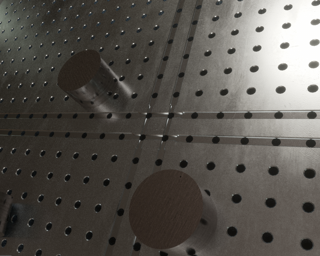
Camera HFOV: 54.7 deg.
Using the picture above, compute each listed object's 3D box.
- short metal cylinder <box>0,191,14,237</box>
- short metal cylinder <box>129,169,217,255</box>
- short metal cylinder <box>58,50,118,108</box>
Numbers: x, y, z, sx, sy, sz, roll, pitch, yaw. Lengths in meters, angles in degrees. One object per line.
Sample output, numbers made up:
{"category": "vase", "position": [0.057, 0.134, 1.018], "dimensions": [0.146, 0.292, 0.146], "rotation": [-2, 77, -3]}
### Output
{"category": "short metal cylinder", "position": [-0.253, 0.119, 0.430], "dimensions": [0.080, 0.080, 0.050], "rotation": [-12, 57, 21]}
{"category": "short metal cylinder", "position": [0.015, 0.090, 0.328], "dimensions": [0.080, 0.050, 0.080], "rotation": [-13, 56, 20]}
{"category": "short metal cylinder", "position": [-0.116, -0.079, 0.499], "dimensions": [0.080, 0.050, 0.080], "rotation": [-13, 56, 20]}
